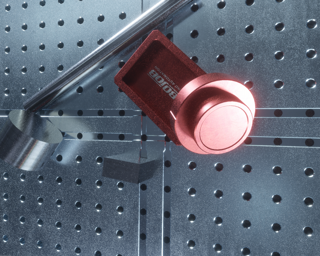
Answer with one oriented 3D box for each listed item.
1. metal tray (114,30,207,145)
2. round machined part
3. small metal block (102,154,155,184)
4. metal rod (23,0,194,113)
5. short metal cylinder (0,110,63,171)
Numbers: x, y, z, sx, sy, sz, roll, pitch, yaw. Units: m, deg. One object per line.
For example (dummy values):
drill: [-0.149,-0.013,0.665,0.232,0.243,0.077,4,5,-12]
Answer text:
metal tray: [0.014,-0.052,0.404,0.130,0.030,0.090,45,104,14]
round machined part: [0.064,-0.009,0.351,0.098,0.098,0.042,-48,32,13]
small metal block: [-0.041,0.053,0.413,0.050,0.050,0.025,9,93,19]
metal rod: [-0.079,-0.105,0.439,0.300,0.025,0.025,-31,80,17]
short metal cylinder: [-0.191,0.017,0.449,0.080,0.080,0.050,39,102,15]
